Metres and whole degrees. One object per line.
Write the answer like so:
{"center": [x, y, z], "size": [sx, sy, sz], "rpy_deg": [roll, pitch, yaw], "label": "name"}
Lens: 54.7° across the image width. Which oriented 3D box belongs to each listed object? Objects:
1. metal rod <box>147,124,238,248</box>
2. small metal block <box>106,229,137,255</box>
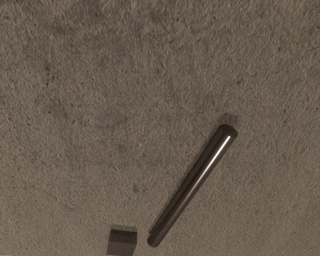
{"center": [0.040, 0.110, 0.501], "size": [0.025, 0.025, 0.298], "rpy_deg": [16, 128, -14], "label": "metal rod"}
{"center": [-0.073, 0.222, 0.596], "size": [0.050, 0.025, 0.050], "rpy_deg": [10, 130, -9], "label": "small metal block"}
